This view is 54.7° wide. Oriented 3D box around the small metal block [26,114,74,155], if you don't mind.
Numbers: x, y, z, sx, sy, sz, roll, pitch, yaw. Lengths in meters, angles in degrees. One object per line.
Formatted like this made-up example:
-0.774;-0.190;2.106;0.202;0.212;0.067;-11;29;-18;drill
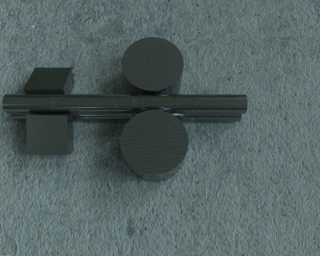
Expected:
-0.139;0.007;0.395;0.050;0.025;0.050;1;97;-1;small metal block

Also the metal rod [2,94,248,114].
-0.043;-0.031;0.394;0.302;0.025;0.025;0;70;0;metal rod

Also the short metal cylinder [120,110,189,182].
-0.006;0.024;0.387;0.081;0.050;0.080;0;70;0;short metal cylinder

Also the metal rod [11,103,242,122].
-0.044;-0.022;0.417;0.302;0.025;0.025;0;70;0;metal rod

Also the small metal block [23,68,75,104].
-0.148;-0.058;0.419;0.050;0.025;0.050;0;43;0;small metal block

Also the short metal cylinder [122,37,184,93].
-0.009;-0.076;0.423;0.081;0.050;0.080;0;70;0;short metal cylinder
